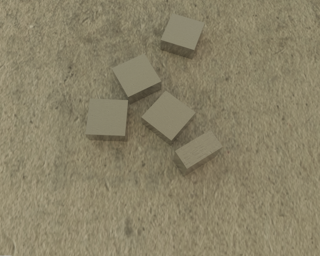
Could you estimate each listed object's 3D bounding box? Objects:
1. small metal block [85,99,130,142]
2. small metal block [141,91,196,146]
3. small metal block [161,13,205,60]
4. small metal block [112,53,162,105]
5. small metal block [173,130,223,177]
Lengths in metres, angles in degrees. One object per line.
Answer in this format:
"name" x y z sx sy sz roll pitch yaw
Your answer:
"small metal block" -0.068 -0.010 0.411 0.050 0.025 0.050 2 70 0
"small metal block" 0.011 -0.013 0.413 0.050 0.025 0.050 38 74 12
"small metal block" 0.033 -0.135 0.458 0.050 0.025 0.050 19 71 6
"small metal block" -0.032 -0.068 0.433 0.050 0.025 0.050 -27 73 -10
"small metal block" 0.045 0.033 0.384 0.050 0.050 0.025 -30 73 -11
